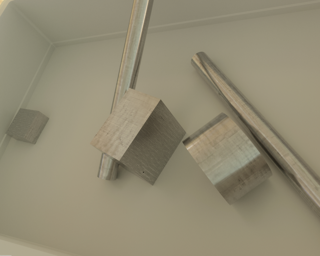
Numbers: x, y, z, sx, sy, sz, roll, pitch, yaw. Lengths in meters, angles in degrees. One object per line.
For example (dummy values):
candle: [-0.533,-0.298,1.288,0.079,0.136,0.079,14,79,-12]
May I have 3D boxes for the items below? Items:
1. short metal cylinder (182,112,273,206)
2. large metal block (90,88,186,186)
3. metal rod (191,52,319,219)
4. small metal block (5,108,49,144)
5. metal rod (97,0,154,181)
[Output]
short metal cylinder: [0.067,0.031,0.316,0.050,0.080,0.080,-37,51,3]
large metal block: [-0.023,0.012,0.374,0.050,0.080,0.080,24,74,36]
metal rod: [0.114,0.005,0.342,0.025,0.025,0.300,-34,52,5]
small metal block: [-0.224,-0.004,0.523,0.050,0.025,0.050,8,66,31]
metal rod: [-0.038,-0.081,0.398,0.025,0.025,0.298,14,93,33]
